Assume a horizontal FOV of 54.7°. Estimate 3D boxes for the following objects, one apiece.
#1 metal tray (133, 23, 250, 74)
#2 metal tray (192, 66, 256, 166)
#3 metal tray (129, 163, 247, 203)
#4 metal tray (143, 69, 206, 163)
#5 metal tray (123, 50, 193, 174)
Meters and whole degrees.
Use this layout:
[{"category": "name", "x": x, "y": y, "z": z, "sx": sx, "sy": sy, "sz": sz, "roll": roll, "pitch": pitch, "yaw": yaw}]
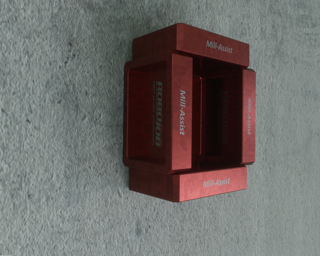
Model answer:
[{"category": "metal tray", "x": 0.042, "y": -0.096, "z": 0.400, "sx": 0.131, "sy": 0.090, "sz": 0.030, "roll": 1, "pitch": 90, "yaw": -40}, {"category": "metal tray", "x": 0.088, "y": -0.015, "z": 0.439, "sx": 0.030, "sy": 0.090, "sz": 0.129, "roll": 1, "pitch": 89, "yaw": -40}, {"category": "metal tray", "x": 0.038, "y": 0.064, "z": 0.397, "sx": 0.131, "sy": 0.090, "sz": 0.030, "roll": 1, "pitch": 90, "yaw": -40}, {"category": "metal tray", "x": 0.021, "y": -0.017, "z": 0.423, "sx": 0.091, "sy": 0.030, "sz": 0.129, "roll": 1, "pitch": 89, "yaw": -40}, {"category": "metal tray", "x": -0.005, "y": -0.017, "z": 0.360, "sx": 0.030, "sy": 0.090, "sz": 0.129, "roll": 1, "pitch": 89, "yaw": -40}]
